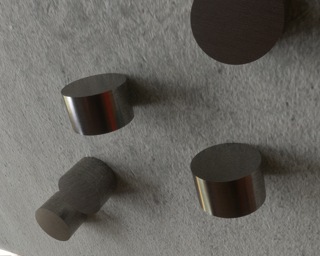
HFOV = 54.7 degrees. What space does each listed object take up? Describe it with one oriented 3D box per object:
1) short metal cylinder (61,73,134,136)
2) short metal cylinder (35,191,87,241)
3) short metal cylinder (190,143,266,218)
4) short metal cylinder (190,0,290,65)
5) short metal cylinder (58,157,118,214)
[{"bbox_3d":[-0.077,-0.032,0.390,0.080,0.080,0.050,4,120,26],"label":"short metal cylinder"},{"bbox_3d":[-0.188,0.167,0.590,0.080,0.050,0.079,13,124,20],"label":"short metal cylinder"},{"bbox_3d":[0.080,0.059,0.365,0.080,0.080,0.050,-1,118,28],"label":"short metal cylinder"},{"bbox_3d":[0.075,-0.105,0.286,0.080,0.050,0.079,13,124,20],"label":"short metal cylinder"},{"bbox_3d":[-0.118,0.094,0.509,0.080,0.050,0.079,13,124,20],"label":"short metal cylinder"}]
